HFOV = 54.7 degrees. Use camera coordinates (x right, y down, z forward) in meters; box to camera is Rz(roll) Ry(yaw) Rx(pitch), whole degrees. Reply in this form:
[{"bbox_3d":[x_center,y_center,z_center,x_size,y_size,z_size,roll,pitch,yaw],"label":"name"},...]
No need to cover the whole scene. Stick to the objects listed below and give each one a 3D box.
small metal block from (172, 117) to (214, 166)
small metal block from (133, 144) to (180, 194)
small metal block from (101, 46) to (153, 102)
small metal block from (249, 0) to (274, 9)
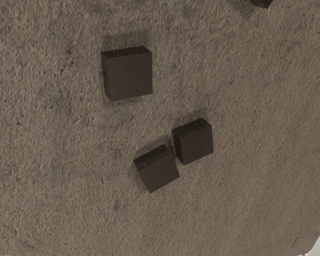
[{"bbox_3d":[0.048,0.019,0.447,0.050,0.025,0.050,-22,127,-16],"label":"small metal block"},{"bbox_3d":[-0.004,0.058,0.443,0.050,0.025,0.050,-28,128,-11],"label":"small metal block"},{"bbox_3d":[-0.037,-0.062,0.350,0.050,0.025,0.050,-14,124,-21],"label":"small metal block"},{"bbox_3d":[0.121,-0.179,0.364,0.050,0.025,0.050,27,104,-38],"label":"small metal block"}]
